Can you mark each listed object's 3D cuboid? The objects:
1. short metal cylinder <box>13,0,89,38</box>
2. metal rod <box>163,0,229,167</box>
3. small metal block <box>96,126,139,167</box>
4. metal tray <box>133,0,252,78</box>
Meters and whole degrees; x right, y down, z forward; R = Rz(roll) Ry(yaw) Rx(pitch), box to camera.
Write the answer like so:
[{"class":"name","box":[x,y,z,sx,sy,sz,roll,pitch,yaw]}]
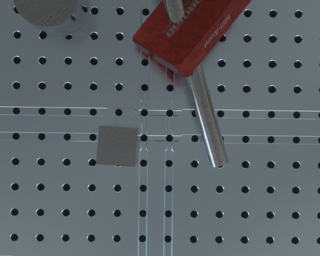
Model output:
[{"class":"short metal cylinder","box":[-0.138,-0.163,0.400,0.081,0.050,0.080,0,90,0]},{"class":"metal rod","box":[0.036,-0.094,0.392,0.025,0.025,0.298,-17,98,0]},{"class":"small metal block","box":[-0.056,0.024,0.413,0.050,0.025,0.050,4,90,0]},{"class":"metal tray","box":[0.038,-0.137,0.388,0.090,0.030,0.130,39,90,34]}]
